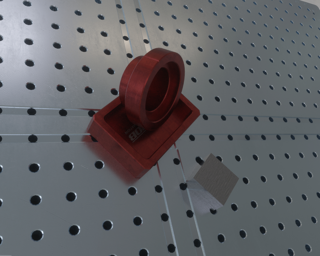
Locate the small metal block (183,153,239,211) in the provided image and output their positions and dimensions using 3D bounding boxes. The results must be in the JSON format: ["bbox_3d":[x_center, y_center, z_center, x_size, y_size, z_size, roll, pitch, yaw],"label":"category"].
[{"bbox_3d":[0.067,0.069,0.402,0.050,0.025,0.050,43,51,1],"label":"small metal block"}]

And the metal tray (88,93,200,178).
[{"bbox_3d":[-0.016,-0.010,0.402,0.090,0.030,0.131,44,51,2],"label":"metal tray"}]

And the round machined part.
[{"bbox_3d":[-0.013,-0.050,0.377,0.042,0.097,0.099,24,46,25],"label":"round machined part"}]
